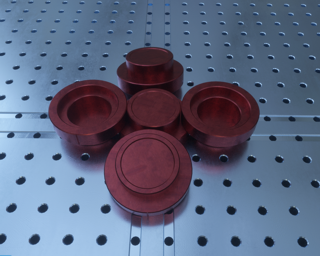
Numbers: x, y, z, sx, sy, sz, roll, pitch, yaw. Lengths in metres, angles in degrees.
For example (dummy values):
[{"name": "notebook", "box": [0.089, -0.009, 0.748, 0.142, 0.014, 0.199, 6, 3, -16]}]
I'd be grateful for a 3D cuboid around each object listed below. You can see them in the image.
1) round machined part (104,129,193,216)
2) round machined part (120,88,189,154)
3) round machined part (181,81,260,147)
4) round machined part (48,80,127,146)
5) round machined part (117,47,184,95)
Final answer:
[{"name": "round machined part", "box": [-0.013, 0.045, 0.344, 0.099, 0.042, 0.098, 0, 65, 0]}, {"name": "round machined part", "box": [-0.008, -0.015, 0.407, 0.099, 0.042, 0.098, 0, 50, 0]}, {"name": "round machined part", "box": [0.077, -0.014, 0.408, 0.099, 0.042, 0.098, 0, 50, 0]}, {"name": "round machined part", "box": [-0.091, -0.016, 0.408, 0.099, 0.042, 0.098, 0, 50, 0]}, {"name": "round machined part", "box": [-0.014, -0.087, 0.455, 0.099, 0.042, 0.098, -1, 36, 1]}]
